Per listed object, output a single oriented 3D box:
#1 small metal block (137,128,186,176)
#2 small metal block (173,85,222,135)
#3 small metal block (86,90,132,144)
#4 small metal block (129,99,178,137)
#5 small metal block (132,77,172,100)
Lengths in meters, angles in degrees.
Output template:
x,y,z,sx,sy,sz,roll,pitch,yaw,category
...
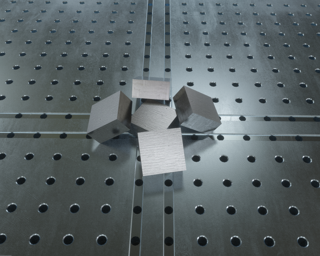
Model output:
x,y,z,sx,sy,sz,roll,pitch,yaw,category
0.001,0.028,0.368,0.050,0.025,0.050,-7,86,-6,small metal block
0.049,-0.023,0.412,0.050,0.025,0.050,18,41,-32,small metal block
-0.065,-0.014,0.404,0.050,0.025,0.050,-24,45,25,small metal block
-0.008,-0.008,0.413,0.050,0.025,0.050,25,54,19,small metal block
-0.010,-0.057,0.439,0.050,0.025,0.050,5,14,4,small metal block
